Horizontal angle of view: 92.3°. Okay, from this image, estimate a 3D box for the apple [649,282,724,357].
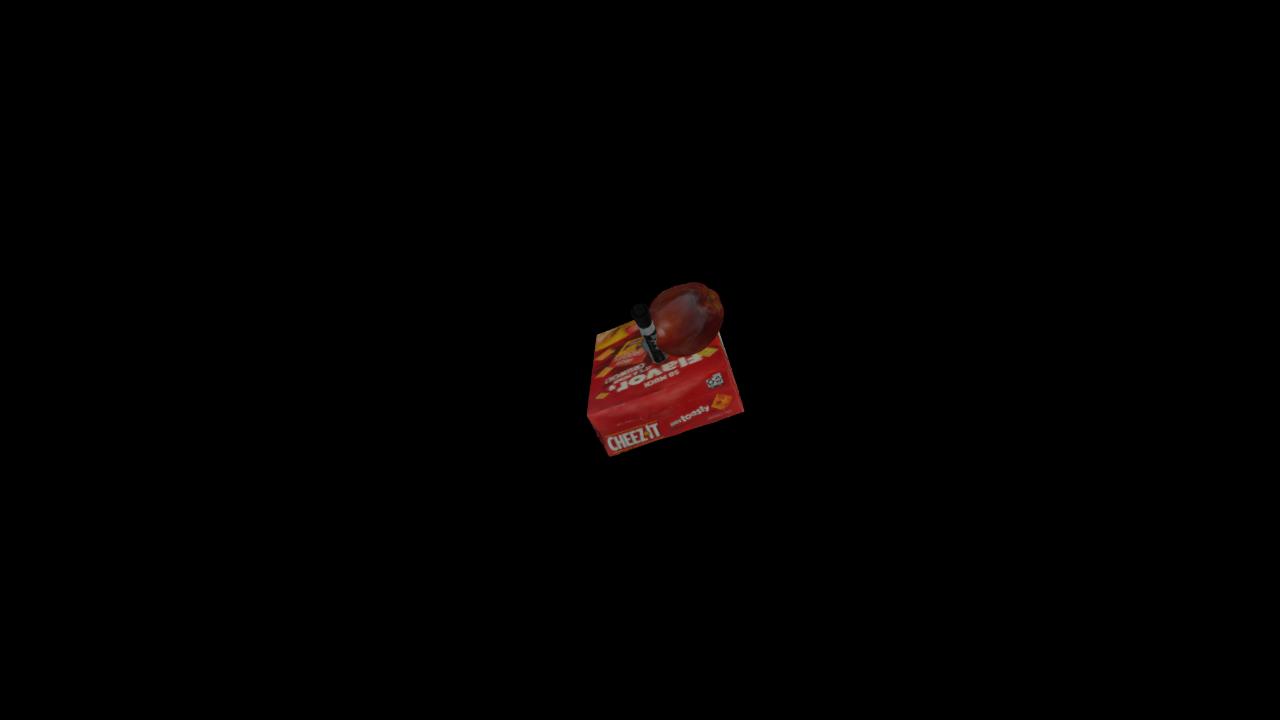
[{"bbox_3d":[0.048,-0.043,0.681,0.079,0.079,0.093,0,-28,-49],"label":"apple"}]

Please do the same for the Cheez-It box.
[{"bbox_3d":[0.026,0.010,0.767,0.166,0.071,0.223,-21,25,9],"label":"Cheez-It box"}]

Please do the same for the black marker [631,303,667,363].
[{"bbox_3d":[0.012,-0.025,0.670,0.020,0.020,0.121,0,-27,14],"label":"black marker"}]
